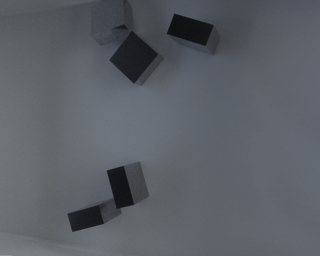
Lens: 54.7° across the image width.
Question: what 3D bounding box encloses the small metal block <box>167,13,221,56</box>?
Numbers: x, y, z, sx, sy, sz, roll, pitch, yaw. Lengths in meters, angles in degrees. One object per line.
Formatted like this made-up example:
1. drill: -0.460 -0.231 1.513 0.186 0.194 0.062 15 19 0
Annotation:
1. small metal block: 0.043 -0.114 0.382 0.050 0.050 0.025 23 98 18

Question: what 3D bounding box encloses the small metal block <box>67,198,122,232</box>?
1. small metal block: -0.089 0.118 0.427 0.050 0.050 0.025 -19 84 18

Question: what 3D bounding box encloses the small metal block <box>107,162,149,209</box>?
1. small metal block: -0.041 0.074 0.411 0.025 0.050 0.050 -18 84 19

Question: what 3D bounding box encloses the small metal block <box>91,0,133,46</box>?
1. small metal block: -0.066 -0.147 0.425 0.050 0.025 0.050 -12 67 19

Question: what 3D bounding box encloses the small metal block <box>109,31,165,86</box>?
1. small metal block: -0.031 -0.094 0.421 0.050 0.025 0.050 44 103 14
